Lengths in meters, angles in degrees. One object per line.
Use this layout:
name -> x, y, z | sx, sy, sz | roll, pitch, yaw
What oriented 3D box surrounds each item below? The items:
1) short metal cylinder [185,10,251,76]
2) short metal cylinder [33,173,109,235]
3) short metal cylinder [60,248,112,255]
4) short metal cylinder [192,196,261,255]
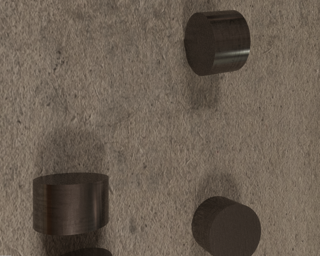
short metal cylinder -> 0.073, -0.112, 0.408 | 0.050, 0.080, 0.079 | -12, 94, -20
short metal cylinder -> -0.098, 0.080, 0.344 | 0.081, 0.080, 0.050 | 0, 90, -20
short metal cylinder -> -0.090, 0.177, 0.348 | 0.081, 0.080, 0.050 | -10, 94, -20
short metal cylinder -> 0.092, 0.140, 0.431 | 0.081, 0.050, 0.079 | 0, 90, -21
